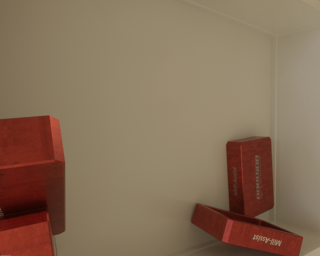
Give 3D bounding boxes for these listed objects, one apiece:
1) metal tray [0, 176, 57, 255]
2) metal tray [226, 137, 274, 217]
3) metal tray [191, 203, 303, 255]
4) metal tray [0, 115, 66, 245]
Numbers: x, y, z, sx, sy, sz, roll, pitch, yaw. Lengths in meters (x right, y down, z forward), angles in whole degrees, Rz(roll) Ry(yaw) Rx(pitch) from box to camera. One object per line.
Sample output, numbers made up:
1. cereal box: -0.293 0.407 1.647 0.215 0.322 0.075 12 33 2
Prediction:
1. metal tray: -0.102 0.096 0.251 0.030 0.130 0.089 -8 96 -20
2. metal tray: 0.157 0.083 0.535 0.091 0.030 0.129 -7 94 -40
3. metal tray: 0.122 0.145 0.443 0.131 0.090 0.030 19 83 -21
4. metal tray: -0.110 0.045 0.201 0.091 0.129 0.030 -6 58 -21
